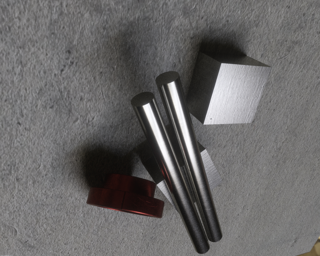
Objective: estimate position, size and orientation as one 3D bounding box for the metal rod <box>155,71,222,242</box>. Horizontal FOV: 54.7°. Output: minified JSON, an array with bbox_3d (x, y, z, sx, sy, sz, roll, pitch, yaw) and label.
[{"bbox_3d":[0.048,0.060,0.407,0.025,0.025,0.299,-28,128,-11],"label":"metal rod"}]

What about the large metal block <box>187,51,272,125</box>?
[{"bbox_3d":[0.087,-0.052,0.408,0.081,0.050,0.079,-2,120,-28],"label":"large metal block"}]

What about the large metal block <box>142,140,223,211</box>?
[{"bbox_3d":[0.034,0.065,0.452,0.080,0.050,0.080,-36,130,-5],"label":"large metal block"}]

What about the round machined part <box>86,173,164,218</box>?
[{"bbox_3d":[-0.042,0.087,0.405,0.098,0.098,0.042,25,68,-38],"label":"round machined part"}]

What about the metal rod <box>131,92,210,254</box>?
[{"bbox_3d":[0.025,0.081,0.407,0.025,0.025,0.299,-29,128,-10],"label":"metal rod"}]
